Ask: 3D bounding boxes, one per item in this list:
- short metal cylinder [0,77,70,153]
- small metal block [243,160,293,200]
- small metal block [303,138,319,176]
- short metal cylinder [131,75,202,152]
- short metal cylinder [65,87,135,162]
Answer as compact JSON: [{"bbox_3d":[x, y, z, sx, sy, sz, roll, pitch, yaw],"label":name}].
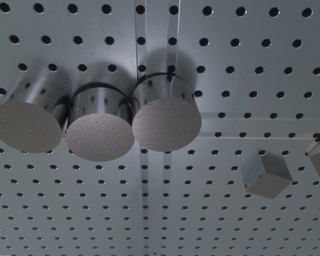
[{"bbox_3d":[-0.156,-0.015,0.381,0.081,0.050,0.079,0,130,0],"label":"short metal cylinder"},{"bbox_3d":[0.167,0.081,0.483,0.050,0.025,0.050,19,128,-16],"label":"small metal block"},{"bbox_3d":[0.243,0.037,0.446,0.050,0.025,0.050,-27,126,20],"label":"small metal block"},{"bbox_3d":[0.006,-0.017,0.376,0.081,0.050,0.079,-4,129,-5],"label":"short metal cylinder"},{"bbox_3d":[-0.073,-0.003,0.385,0.081,0.050,0.079,-5,132,-6],"label":"short metal cylinder"}]
